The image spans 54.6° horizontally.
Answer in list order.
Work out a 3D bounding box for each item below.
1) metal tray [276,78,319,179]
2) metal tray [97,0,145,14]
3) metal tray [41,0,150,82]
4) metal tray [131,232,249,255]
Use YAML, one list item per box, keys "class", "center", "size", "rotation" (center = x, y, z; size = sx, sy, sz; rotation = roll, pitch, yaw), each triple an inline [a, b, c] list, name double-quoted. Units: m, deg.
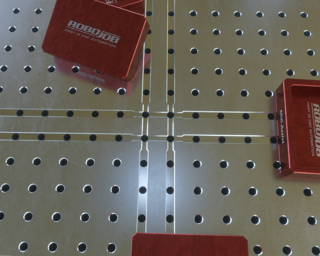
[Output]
- class: "metal tray"
  center: [0.207, 0.001, 0.409]
  size: [0.090, 0.030, 0.130]
  rotation: [4, 70, 1]
- class: "metal tray"
  center: [-0.087, -0.228, 0.492]
  size: [0.090, 0.030, 0.130]
  rotation: [-19, 71, -7]
- class: "metal tray"
  center: [-0.091, -0.129, 0.439]
  size: [0.130, 0.030, 0.090]
  rotation: [20, 94, 7]
- class: "metal tray"
  center: [0.032, 0.167, 0.348]
  size: [0.131, 0.030, 0.090]
  rotation: [2, 70, 0]
